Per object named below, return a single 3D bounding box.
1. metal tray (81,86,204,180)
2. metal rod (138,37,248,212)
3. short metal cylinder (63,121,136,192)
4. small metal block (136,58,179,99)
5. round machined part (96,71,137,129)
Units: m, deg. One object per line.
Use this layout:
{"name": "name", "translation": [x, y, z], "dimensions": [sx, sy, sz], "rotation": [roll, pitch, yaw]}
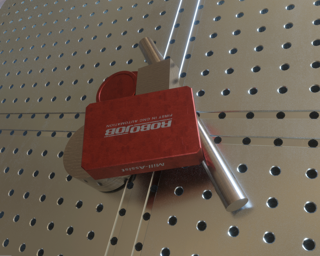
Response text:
{"name": "metal tray", "translation": [-0.021, 0.005, 0.359], "dimensions": [0.131, 0.030, 0.090], "rotation": [-9, 57, 8]}
{"name": "metal rod", "translation": [0.028, -0.028, 0.406], "dimensions": [0.025, 0.025, 0.300], "rotation": [-31, 52, 8]}
{"name": "short metal cylinder", "translation": [-0.077, 0.037, 0.405], "dimensions": [0.080, 0.050, 0.080], "rotation": [-13, 56, 21]}
{"name": "small metal block", "translation": [-0.003, -0.059, 0.411], "dimensions": [0.050, 0.025, 0.050], "rotation": [-12, 59, 27]}
{"name": "round machined part", "translation": [-0.052, -0.043, 0.445], "dimensions": [0.098, 0.042, 0.098], "rotation": [-14, 56, 22]}
